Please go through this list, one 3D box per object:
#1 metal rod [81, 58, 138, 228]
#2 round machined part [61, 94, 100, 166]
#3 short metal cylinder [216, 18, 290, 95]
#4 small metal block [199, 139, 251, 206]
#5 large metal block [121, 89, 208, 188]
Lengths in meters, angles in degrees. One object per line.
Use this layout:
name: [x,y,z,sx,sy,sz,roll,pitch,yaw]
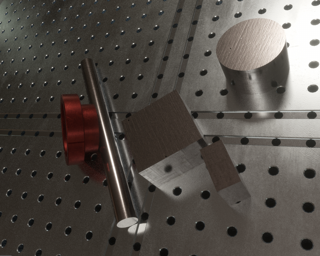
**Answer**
metal rod: [-0.082,-0.001,0.449,0.025,0.025,0.299,-29,52,9]
round machined part: [-0.111,0.001,0.430,0.042,0.097,0.098,-5,50,-21]
short metal cylinder: [0.116,-0.088,0.385,0.080,0.050,0.080,-13,56,20]
small metal block: [0.069,0.048,0.326,0.025,0.050,0.050,-27,53,11]
large metal block: [0.009,0.013,0.379,0.080,0.050,0.080,-30,52,8]
